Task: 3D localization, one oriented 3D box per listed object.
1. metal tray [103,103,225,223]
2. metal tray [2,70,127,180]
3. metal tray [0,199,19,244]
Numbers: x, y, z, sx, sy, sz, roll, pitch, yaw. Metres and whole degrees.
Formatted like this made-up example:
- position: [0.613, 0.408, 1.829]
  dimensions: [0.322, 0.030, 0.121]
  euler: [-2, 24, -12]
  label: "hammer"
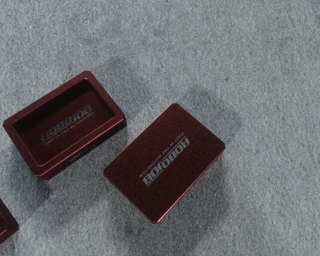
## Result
- position: [0.006, 0.042, 0.390]
  dimensions: [0.090, 0.030, 0.130]
  euler: [42, 75, 13]
  label: "metal tray"
- position: [-0.122, -0.005, 0.405]
  dimensions: [0.131, 0.030, 0.090]
  euler: [-36, 74, -13]
  label: "metal tray"
- position: [-0.247, 0.124, 0.357]
  dimensions: [0.130, 0.030, 0.090]
  euler: [-39, 75, -14]
  label: "metal tray"
